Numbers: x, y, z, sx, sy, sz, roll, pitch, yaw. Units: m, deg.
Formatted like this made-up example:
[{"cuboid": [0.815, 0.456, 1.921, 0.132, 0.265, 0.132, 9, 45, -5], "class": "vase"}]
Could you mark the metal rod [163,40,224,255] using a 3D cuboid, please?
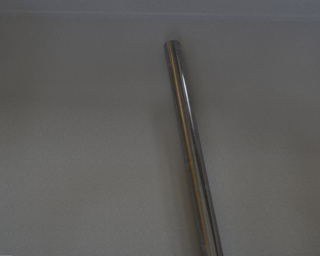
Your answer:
[{"cuboid": [0.040, 0.017, 0.403, 0.025, 0.025, 0.299, -8, 70, -3], "class": "metal rod"}]
